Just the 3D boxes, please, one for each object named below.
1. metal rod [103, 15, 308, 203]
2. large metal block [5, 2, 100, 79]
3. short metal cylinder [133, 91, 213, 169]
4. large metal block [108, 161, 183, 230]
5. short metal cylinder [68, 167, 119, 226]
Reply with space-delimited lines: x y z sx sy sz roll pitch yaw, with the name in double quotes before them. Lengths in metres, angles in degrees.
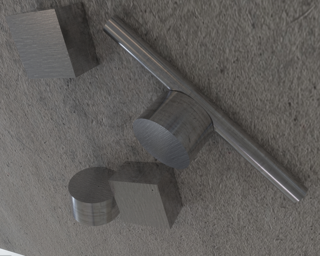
"metal rod" 0.054 -0.022 0.364 0.300 0.025 0.025 42 129 -1
"large metal block" -0.134 -0.110 0.394 0.080 0.050 0.079 3 120 26
"short metal cylinder" 0.015 0.003 0.367 0.080 0.050 0.080 31 151 20
"large metal block" -0.019 0.098 0.461 0.080 0.050 0.080 -1 118 28
"short metal cylinder" -0.101 0.107 0.491 0.080 0.080 0.050 17 125 18
